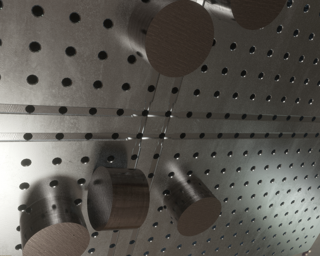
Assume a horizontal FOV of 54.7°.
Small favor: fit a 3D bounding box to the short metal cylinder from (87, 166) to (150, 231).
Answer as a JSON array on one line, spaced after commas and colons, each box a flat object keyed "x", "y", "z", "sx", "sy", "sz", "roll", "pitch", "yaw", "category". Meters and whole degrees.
[{"x": -0.056, "y": 0.091, "z": 0.403, "sx": 0.050, "sy": 0.080, "sz": 0.079, "roll": 9, "pitch": 114, "yaw": -33, "category": "short metal cylinder"}]

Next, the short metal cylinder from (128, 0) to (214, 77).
[{"x": 0.011, "y": -0.102, "z": 0.339, "sx": 0.081, "sy": 0.050, "sz": 0.079, "roll": -14, "pitch": 124, "yaw": -21, "category": "short metal cylinder"}]

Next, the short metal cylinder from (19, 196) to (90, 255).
[{"x": -0.138, "y": 0.136, "z": 0.405, "sx": 0.081, "sy": 0.050, "sz": 0.079, "roll": -14, "pitch": 125, "yaw": -21, "category": "short metal cylinder"}]

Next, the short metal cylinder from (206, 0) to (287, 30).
[{"x": 0.099, "y": -0.158, "z": 0.353, "sx": 0.081, "sy": 0.050, "sz": 0.079, "roll": -14, "pitch": 124, "yaw": -21, "category": "short metal cylinder"}]

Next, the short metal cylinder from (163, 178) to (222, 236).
[{"x": 0.052, "y": 0.128, "z": 0.505, "sx": 0.081, "sy": 0.050, "sz": 0.079, "roll": -14, "pitch": 125, "yaw": -21, "category": "short metal cylinder"}]
